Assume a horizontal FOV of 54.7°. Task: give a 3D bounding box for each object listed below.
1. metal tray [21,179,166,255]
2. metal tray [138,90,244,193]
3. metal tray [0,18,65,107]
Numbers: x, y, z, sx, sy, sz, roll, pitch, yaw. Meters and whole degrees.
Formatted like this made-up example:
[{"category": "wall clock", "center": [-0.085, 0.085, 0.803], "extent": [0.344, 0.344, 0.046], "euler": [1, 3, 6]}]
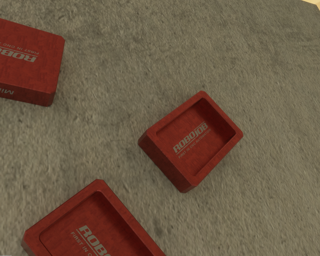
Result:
[{"category": "metal tray", "center": [-0.054, 0.125, 0.295], "extent": [0.130, 0.030, 0.091], "euler": [49, 51, 6]}, {"category": "metal tray", "center": [0.046, 0.013, 0.418], "extent": [0.090, 0.030, 0.131], "euler": [48, 51, 5]}, {"category": "metal tray", "center": [-0.183, -0.081, 0.352], "extent": [0.131, 0.030, 0.090], "euler": [12, 57, -22]}]
